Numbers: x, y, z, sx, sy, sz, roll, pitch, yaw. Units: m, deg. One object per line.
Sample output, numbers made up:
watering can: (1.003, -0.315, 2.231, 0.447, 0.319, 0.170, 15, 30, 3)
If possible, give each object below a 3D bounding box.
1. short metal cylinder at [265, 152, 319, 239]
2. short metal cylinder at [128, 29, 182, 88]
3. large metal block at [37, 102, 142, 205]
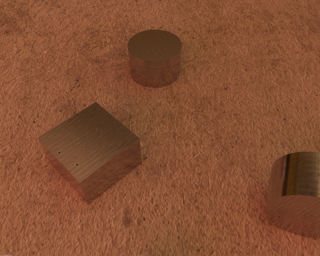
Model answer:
short metal cylinder: (0.151, 0.068, 0.311, 0.080, 0.080, 0.050, 15, 52, 12)
short metal cylinder: (-0.008, -0.107, 0.477, 0.081, 0.050, 0.080, 0, 50, 0)
large metal block: (-0.079, 0.027, 0.364, 0.080, 0.050, 0.080, -37, 59, -27)
